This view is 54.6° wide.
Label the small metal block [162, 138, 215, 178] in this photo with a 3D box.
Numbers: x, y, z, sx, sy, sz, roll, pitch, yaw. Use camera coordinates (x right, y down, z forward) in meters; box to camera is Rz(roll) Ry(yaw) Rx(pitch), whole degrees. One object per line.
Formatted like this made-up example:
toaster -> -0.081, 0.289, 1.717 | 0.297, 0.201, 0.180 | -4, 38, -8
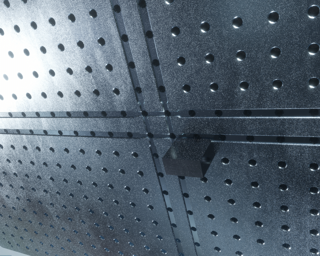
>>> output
small metal block -> 0.038, 0.037, 0.398 | 0.050, 0.050, 0.025 | 1, 119, 28
